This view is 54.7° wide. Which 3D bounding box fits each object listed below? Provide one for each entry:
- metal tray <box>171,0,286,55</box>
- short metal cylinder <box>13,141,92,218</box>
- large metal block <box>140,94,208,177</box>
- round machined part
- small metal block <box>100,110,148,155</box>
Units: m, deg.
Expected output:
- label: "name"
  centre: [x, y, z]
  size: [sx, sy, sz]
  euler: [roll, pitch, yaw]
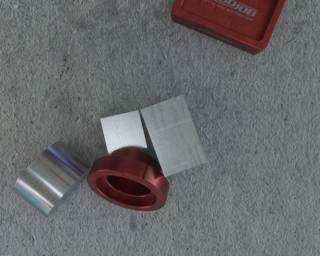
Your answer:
- label: "metal tray"
  centre: [0.091, -0.163, 0.408]
  size: [0.131, 0.030, 0.090]
  euler: [22, 90, 0]
- label: "short metal cylinder"
  centre: [-0.130, 0.062, 0.381]
  size: [0.050, 0.080, 0.080]
  euler: [40, 90, 0]
- label: "large metal block"
  centre: [0.015, 0.008, 0.383]
  size: [0.050, 0.080, 0.080]
  euler: [-20, 90, 0]
- label: "round machined part"
  centre: [-0.036, 0.061, 0.383]
  size: [0.098, 0.097, 0.042]
  euler: [18, 53, 0]
- label: "small metal block"
  centre: [-0.046, 0.007, 0.410]
  size: [0.050, 0.025, 0.050]
  euler: [-13, 90, 0]
